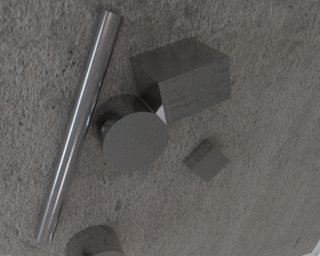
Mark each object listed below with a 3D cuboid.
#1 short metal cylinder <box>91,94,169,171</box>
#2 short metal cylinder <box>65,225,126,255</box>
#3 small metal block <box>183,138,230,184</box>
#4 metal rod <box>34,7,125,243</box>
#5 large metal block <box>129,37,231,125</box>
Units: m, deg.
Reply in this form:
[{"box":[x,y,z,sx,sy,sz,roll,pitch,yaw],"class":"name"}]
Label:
[{"box":[-0.037,0.005,0.374,0.081,0.050,0.079,-14,124,-21],"class":"short metal cylinder"},{"box":[-0.095,0.192,0.458,0.081,0.050,0.079,-14,124,-21],"class":"short metal cylinder"},{"box":[0.072,0.051,0.478,0.050,0.025,0.050,-46,129,4],"class":"small metal block"},{"box":[-0.101,0.014,0.360,0.025,0.025,0.298,9,114,-32],"class":"metal rod"},{"box":[0.022,-0.057,0.348,0.081,0.080,0.050,-23,127,-15],"class":"large metal block"}]
